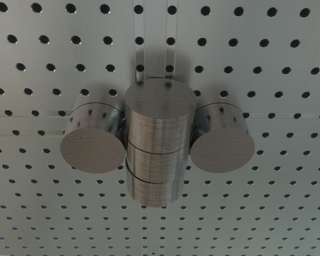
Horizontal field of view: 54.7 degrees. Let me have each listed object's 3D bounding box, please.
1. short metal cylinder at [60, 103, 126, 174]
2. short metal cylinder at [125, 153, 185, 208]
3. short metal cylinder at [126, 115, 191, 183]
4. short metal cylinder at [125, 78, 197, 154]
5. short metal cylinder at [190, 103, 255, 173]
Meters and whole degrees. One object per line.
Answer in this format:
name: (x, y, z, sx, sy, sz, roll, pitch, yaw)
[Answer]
short metal cylinder: (-0.084, 0.014, 0.405, 0.081, 0.050, 0.079, 0, 130, 0)
short metal cylinder: (-0.006, 0.062, 0.427, 0.081, 0.080, 0.050, 1, 130, -1)
short metal cylinder: (-0.002, 0.023, 0.394, 0.081, 0.080, 0.050, 2, 130, -2)
short metal cylinder: (0.000, -0.016, 0.361, 0.081, 0.080, 0.050, 2, 130, -2)
short metal cylinder: (0.078, 0.014, 0.408, 0.081, 0.050, 0.079, 0, 130, 0)
